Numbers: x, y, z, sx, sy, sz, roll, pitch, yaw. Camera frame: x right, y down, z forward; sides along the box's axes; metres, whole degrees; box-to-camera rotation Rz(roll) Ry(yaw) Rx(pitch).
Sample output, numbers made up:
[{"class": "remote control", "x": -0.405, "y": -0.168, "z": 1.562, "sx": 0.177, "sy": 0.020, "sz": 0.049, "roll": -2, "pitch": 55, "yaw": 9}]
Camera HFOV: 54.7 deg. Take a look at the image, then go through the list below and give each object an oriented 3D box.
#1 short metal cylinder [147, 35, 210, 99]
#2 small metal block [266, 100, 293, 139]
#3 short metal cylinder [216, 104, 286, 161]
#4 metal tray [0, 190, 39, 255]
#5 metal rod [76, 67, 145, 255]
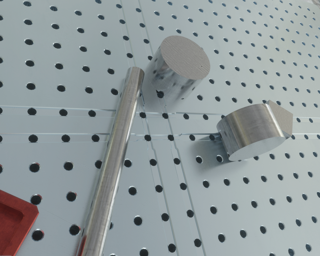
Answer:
[{"class": "short metal cylinder", "x": 0.027, "y": -0.090, "z": 0.461, "sx": 0.081, "sy": 0.050, "sz": 0.080, "roll": 14, "pitch": 56, "yaw": -21}, {"class": "small metal block", "x": 0.193, "y": -0.012, "z": 0.519, "sx": 0.050, "sy": 0.025, "sz": 0.050, "roll": 29, "pitch": 52, "yaw": -10}, {"class": "short metal cylinder", "x": 0.126, "y": 0.008, "z": 0.436, "sx": 0.081, "sy": 0.080, "sz": 0.050, "roll": -3, "pitch": 64, "yaw": -30}, {"class": "metal tray", "x": -0.171, "y": 0.107, "z": 0.246, "sx": 0.090, "sy": 0.030, "sz": 0.130, "roll": 29, "pitch": 52, "yaw": -10}, {"class": "metal rod", "x": -0.054, "y": 0.044, "z": 0.351, "sx": 0.025, "sy": 0.025, "sz": 0.300, "roll": 21, "pitch": 54, "yaw": -16}]
